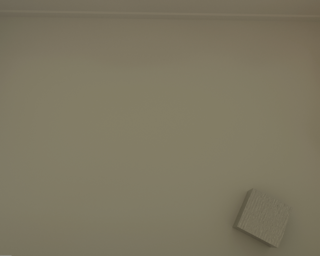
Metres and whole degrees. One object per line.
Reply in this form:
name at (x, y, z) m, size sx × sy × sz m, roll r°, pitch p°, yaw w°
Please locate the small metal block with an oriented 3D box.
small metal block at (0.123, 0.108, 0.372) m, size 0.050 × 0.025 × 0.050 m, roll 26°, pitch 72°, yaw 9°
